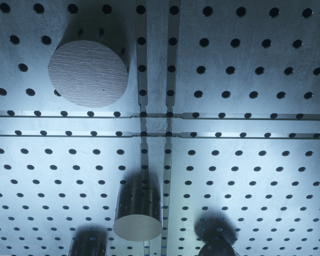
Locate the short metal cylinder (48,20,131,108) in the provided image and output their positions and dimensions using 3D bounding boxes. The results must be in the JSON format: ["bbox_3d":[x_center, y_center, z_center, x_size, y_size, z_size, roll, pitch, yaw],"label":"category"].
[{"bbox_3d":[-0.073,-0.069,0.336,0.081,0.050,0.079,0,130,0],"label":"short metal cylinder"}]

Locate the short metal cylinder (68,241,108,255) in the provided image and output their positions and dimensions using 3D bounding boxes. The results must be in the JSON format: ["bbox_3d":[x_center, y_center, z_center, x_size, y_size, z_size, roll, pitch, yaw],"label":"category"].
[{"bbox_3d":[-0.148,0.273,0.627,0.081,0.050,0.079,0,130,0],"label":"short metal cylinder"}]

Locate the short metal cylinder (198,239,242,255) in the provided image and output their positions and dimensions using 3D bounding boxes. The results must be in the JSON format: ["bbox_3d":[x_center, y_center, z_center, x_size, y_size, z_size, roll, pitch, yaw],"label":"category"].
[{"bbox_3d":[0.119,0.267,0.604,0.080,0.080,0.050,-27,125,20],"label":"short metal cylinder"}]

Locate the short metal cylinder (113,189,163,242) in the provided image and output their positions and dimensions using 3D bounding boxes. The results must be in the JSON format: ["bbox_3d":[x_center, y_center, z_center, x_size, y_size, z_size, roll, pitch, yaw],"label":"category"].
[{"bbox_3d":[-0.036,0.147,0.520,0.081,0.050,0.079,0,130,0],"label":"short metal cylinder"}]
